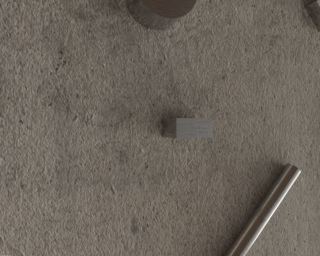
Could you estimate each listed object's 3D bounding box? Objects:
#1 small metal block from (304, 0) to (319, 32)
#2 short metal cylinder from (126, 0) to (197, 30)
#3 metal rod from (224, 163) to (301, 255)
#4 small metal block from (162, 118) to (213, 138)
[{"bbox_3d":[0.275,-0.196,0.511,0.050,0.025,0.050,-42,104,-15],"label":"small metal block"},{"bbox_3d":[0.001,-0.172,0.396,0.081,0.050,0.080,0,90,-20],"label":"short metal cylinder"},{"bbox_3d":[0.116,0.176,0.452,0.025,0.025,0.300,43,76,-15],"label":"metal rod"},{"bbox_3d":[0.035,0.000,0.409,0.050,0.050,0.025,0,90,-20],"label":"small metal block"}]
